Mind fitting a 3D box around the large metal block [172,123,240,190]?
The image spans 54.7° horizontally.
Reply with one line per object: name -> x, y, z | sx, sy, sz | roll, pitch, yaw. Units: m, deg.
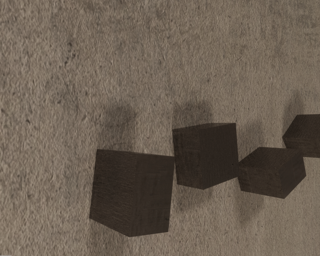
large metal block -> 0.068, 0.037, 0.448 | 0.081, 0.050, 0.079 | -9, 96, -40

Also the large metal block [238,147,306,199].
large metal block -> 0.190, 0.073, 0.532 | 0.081, 0.080, 0.050 | -27, 107, -37

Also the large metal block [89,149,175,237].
large metal block -> -0.032, 0.067, 0.344 | 0.050, 0.080, 0.080 | 9, 84, -40

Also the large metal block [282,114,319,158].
large metal block -> 0.313, 0.015, 0.636 | 0.080, 0.080, 0.050 | -45, 118, -31
